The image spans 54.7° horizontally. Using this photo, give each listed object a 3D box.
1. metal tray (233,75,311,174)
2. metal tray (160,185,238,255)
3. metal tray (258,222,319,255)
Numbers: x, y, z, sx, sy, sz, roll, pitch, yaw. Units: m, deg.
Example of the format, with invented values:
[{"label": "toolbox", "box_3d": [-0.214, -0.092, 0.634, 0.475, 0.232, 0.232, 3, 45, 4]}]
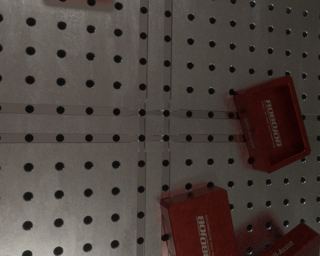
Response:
[{"label": "metal tray", "box_3d": [0.174, -0.007, 0.475, 0.091, 0.030, 0.129, -20, 97, -19]}, {"label": "metal tray", "box_3d": [0.058, 0.155, 0.433, 0.091, 0.030, 0.129, -12, 94, -20]}, {"label": "metal tray", "box_3d": [0.179, 0.210, 0.459, 0.131, 0.030, 0.090, -28, 125, -18]}]
